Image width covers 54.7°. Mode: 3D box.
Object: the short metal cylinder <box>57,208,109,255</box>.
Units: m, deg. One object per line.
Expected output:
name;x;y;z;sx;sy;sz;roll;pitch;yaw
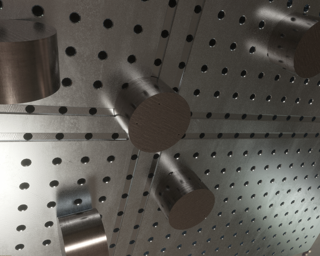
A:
short metal cylinder;-0.105;0.153;0.414;0.050;0.080;0.079;-9;123;-24

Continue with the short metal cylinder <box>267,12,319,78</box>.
short metal cylinder;0.201;-0.117;0.435;0.081;0.050;0.079;-14;125;-21

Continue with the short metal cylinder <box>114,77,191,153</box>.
short metal cylinder;-0.010;-0.017;0.381;0.081;0.050;0.079;-14;125;-21

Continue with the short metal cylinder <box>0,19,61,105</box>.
short metal cylinder;-0.130;-0.060;0.268;0.081;0.080;0.050;-9;122;-24

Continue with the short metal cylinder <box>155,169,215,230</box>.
short metal cylinder;0.039;0.112;0.488;0.081;0.050;0.079;-14;125;-21
